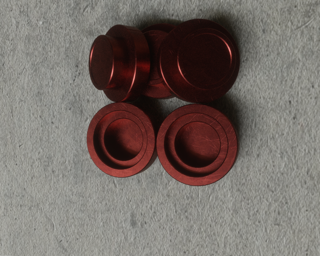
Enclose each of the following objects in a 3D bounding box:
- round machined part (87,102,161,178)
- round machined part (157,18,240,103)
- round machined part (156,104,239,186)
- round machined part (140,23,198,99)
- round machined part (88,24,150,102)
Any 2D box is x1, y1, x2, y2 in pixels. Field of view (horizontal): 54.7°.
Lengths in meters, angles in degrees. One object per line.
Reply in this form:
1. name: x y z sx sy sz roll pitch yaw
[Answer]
1. round machined part: -0.045 0.015 0.416 0.098 0.042 0.097 0 90 19
2. round machined part: 0.048 -0.078 0.360 0.099 0.042 0.097 -1 96 -12
3. round machined part: 0.048 0.020 0.383 0.098 0.042 0.097 0 90 19
4. round machined part: -0.002 -0.087 0.400 0.098 0.042 0.097 0 90 19
5. round machined part: -0.058 -0.082 0.395 0.098 0.042 0.097 7 99 52
